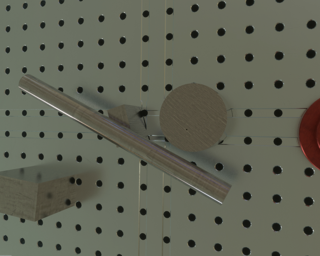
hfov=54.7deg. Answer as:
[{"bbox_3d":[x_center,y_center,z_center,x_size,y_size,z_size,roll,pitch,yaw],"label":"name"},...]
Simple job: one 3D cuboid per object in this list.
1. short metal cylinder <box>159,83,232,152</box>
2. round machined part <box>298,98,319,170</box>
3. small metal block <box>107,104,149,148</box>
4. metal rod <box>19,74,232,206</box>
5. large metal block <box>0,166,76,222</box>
[{"bbox_3d":[0.046,-0.012,0.383,0.080,0.050,0.079,0,90,19],"label":"short metal cylinder"},{"bbox_3d":[0.203,0.007,0.332,0.098,0.042,0.097,0,90,19],"label":"round machined part"},{"bbox_3d":[-0.041,-0.003,0.413,0.025,0.050,0.050,-17,85,19],"label":"small metal block"},{"bbox_3d":[-0.055,0.005,0.377,0.301,0.025,0.025,28,99,17],"label":"metal rod"},{"bbox_3d":[-0.182,0.090,0.446,0.080,0.080,0.050,7,93,19],"label":"large metal block"}]
